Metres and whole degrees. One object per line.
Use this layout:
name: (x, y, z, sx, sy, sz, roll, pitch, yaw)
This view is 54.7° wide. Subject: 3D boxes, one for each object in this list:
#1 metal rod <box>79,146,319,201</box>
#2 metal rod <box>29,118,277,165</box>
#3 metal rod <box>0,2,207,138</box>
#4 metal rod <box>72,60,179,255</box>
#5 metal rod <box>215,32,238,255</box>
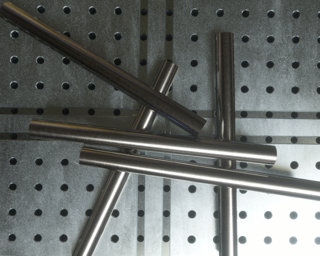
metal rod: (0.052, 0.057, 0.388, 0.302, 0.025, 0.025, 9, 90, -1)
metal rod: (-0.008, 0.017, 0.387, 0.302, 0.025, 0.025, 7, 90, -1)
metal rod: (-0.076, -0.077, 0.395, 0.301, 0.025, 0.025, 32, 90, 6)
metal rod: (-0.048, 0.050, 0.412, 0.025, 0.025, 0.299, 25, 90, -1)
metal rod: (0.089, 0.024, 0.414, 0.025, 0.025, 0.298, -1, 90, -1)
